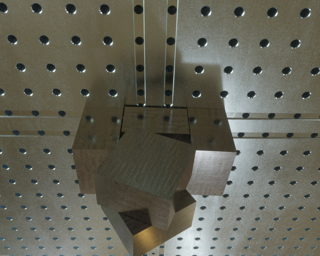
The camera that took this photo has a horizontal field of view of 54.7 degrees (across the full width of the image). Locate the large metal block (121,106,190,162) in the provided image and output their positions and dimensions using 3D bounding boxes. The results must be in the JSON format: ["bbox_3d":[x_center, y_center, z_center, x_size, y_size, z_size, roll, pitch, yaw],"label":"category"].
[{"bbox_3d":[-0.007,0.020,0.409,0.081,0.050,0.079,2,130,-2],"label":"large metal block"}]

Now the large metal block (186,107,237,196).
[{"bbox_3d":[0.058,0.030,0.402,0.050,0.080,0.079,3,130,-3],"label":"large metal block"}]

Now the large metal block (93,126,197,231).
[{"bbox_3d":[-0.014,0.051,0.335,0.080,0.080,0.050,17,131,15],"label":"large metal block"}]

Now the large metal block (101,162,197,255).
[{"bbox_3d":[-0.016,0.091,0.365,0.081,0.080,0.050,-21,136,-27],"label":"large metal block"}]

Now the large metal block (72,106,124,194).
[{"bbox_3d":[-0.074,0.028,0.399,0.050,0.080,0.079,1,130,-2],"label":"large metal block"}]
